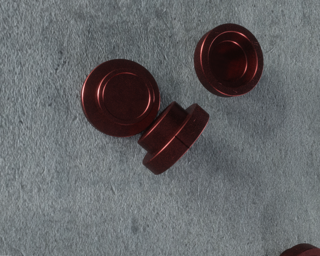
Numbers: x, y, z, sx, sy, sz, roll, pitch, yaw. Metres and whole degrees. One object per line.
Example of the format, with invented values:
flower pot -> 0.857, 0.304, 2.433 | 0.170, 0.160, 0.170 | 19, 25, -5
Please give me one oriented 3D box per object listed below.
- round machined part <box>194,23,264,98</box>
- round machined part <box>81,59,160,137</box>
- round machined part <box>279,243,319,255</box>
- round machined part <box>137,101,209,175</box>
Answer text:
round machined part -> 0.091, -0.091, 0.433 | 0.099, 0.042, 0.097 | 0, 90, -20
round machined part -> -0.046, -0.037, 0.383 | 0.099, 0.042, 0.097 | 0, 90, -20
round machined part -> 0.218, 0.227, 0.481 | 0.099, 0.042, 0.097 | 0, 90, -20
round machined part -> 0.010, 0.006, 0.375 | 0.042, 0.098, 0.098 | 42, 77, -6
